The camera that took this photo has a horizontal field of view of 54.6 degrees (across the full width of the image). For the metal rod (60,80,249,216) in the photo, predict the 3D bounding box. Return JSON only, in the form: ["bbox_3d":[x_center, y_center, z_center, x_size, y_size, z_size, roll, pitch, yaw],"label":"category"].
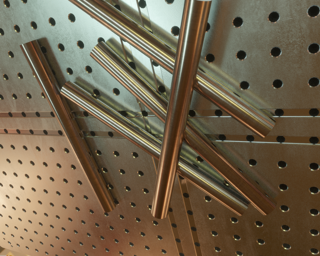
[{"bbox_3d":[-0.010,0.025,0.432,0.300,0.025,0.025,34,129,6],"label":"metal rod"}]

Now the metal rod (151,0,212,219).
[{"bbox_3d":[0.018,0.002,0.369,0.025,0.025,0.298,20,126,16],"label":"metal rod"}]

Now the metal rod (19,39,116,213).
[{"bbox_3d":[-0.137,0.010,0.490,0.025,0.025,0.299,-6,115,31],"label":"metal rod"}]

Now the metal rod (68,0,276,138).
[{"bbox_3d":[0.001,-0.087,0.357,0.300,0.025,0.025,36,129,4],"label":"metal rod"}]

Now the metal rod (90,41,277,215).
[{"bbox_3d":[0.031,0.001,0.396,0.300,0.025,0.025,43,129,-2],"label":"metal rod"}]
